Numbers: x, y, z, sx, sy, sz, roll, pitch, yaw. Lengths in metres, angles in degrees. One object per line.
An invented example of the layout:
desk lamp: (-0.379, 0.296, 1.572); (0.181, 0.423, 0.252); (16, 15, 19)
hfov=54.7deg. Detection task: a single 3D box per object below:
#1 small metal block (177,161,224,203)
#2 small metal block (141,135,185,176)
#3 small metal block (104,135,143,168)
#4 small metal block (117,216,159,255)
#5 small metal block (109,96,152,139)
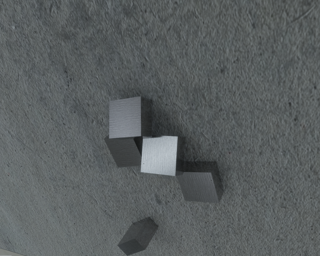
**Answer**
small metal block: (0.055, 0.073, 0.423); (0.050, 0.025, 0.050); (-3, 117, 29)
small metal block: (0.004, 0.035, 0.412); (0.050, 0.025, 0.050); (2, 87, 27)
small metal block: (-0.045, 0.028, 0.448); (0.050, 0.025, 0.050); (-9, 114, 32)
small metal block: (-0.037, 0.183, 0.523); (0.025, 0.050, 0.050); (49, 129, -7)
small metal block: (-0.039, -0.012, 0.405); (0.050, 0.025, 0.050); (-5, 82, 30)
